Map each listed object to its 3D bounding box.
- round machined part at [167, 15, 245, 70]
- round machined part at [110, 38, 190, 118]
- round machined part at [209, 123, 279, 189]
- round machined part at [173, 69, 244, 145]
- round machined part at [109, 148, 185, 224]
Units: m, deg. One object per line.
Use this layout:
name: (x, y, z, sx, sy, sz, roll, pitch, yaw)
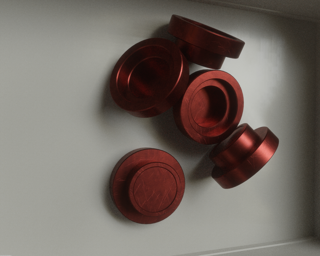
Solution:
round machined part: (0.055, -0.108, 0.398, 0.099, 0.098, 0.042, 13, 114, -20)
round machined part: (-0.009, -0.057, 0.379, 0.042, 0.098, 0.098, 38, 75, -55)
round machined part: (0.104, 0.031, 0.411, 0.098, 0.098, 0.042, -44, 92, -14)
round machined part: (0.060, -0.030, 0.416, 0.099, 0.042, 0.097, -6, 104, -25)
round machined part: (-0.012, 0.075, 0.397, 0.099, 0.042, 0.097, 0, 90, -20)
